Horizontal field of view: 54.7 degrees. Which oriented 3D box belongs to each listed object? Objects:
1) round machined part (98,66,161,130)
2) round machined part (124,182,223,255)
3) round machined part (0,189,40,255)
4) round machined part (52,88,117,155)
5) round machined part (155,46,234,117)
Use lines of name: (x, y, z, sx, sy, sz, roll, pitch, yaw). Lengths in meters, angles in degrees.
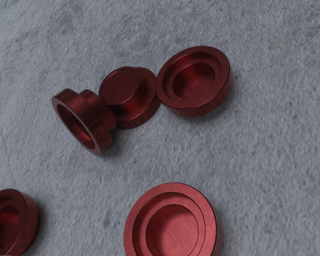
round machined part: (-0.049, -0.050, 0.448, 0.098, 0.042, 0.098, -13, 56, 20)
round machined part: (0.016, 0.109, 0.317, 0.098, 0.042, 0.098, -13, 56, 20)
round machined part: (-0.203, 0.135, 0.414, 0.098, 0.042, 0.098, -13, 56, 20)
round machined part: (-0.097, -0.013, 0.418, 0.098, 0.098, 0.042, 28, 59, 37)
round machined part: (0.047, -0.055, 0.402, 0.098, 0.042, 0.098, -13, 56, 20)
